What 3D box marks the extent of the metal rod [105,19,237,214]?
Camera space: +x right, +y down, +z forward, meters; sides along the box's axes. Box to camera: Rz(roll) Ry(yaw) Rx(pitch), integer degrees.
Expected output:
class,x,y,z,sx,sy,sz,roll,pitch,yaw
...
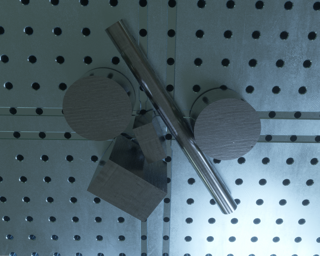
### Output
class,x,y,z,sx,sy,sz,roll,pitch,yaw
metal rod,0.024,-0.002,0.409,0.025,0.025,0.299,-30,108,10

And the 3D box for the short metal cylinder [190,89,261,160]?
class,x,y,z,sx,sy,sz,roll,pitch,yaw
short metal cylinder,0.081,-0.006,0.395,0.081,0.050,0.079,0,110,0

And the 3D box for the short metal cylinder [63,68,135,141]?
class,x,y,z,sx,sy,sz,roll,pitch,yaw
short metal cylinder,-0.073,-0.030,0.384,0.081,0.050,0.079,0,110,0

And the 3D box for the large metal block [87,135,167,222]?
class,x,y,z,sx,sy,sz,roll,pitch,yaw
large metal block,-0.038,0.061,0.401,0.080,0.080,0.050,33,108,-11

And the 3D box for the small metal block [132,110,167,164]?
class,x,y,z,sx,sy,sz,roll,pitch,yaw
small metal block,-0.012,0.010,0.399,0.025,0.050,0.050,-20,109,7
